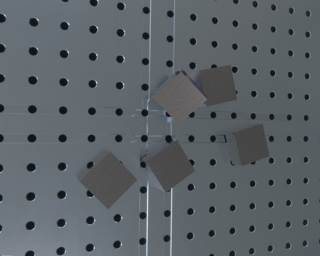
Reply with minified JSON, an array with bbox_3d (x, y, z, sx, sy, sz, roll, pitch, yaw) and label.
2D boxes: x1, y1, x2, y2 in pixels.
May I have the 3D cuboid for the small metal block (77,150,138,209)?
[{"bbox_3d":[-0.066,0.064,0.388,0.050,0.025,0.050,-45,104,-14],"label":"small metal block"}]

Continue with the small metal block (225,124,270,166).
[{"bbox_3d":[0.129,0.024,0.460,0.050,0.025,0.050,-16,95,-19],"label":"small metal block"}]

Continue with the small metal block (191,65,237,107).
[{"bbox_3d":[0.077,-0.059,0.441,0.050,0.025,0.050,-13,95,-20],"label":"small metal block"}]

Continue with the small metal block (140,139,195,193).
[{"bbox_3d":[0.011,0.050,0.416,0.050,0.025,0.050,-34,101,-17],"label":"small metal block"}]

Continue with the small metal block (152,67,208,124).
[{"bbox_3d":[0.026,-0.043,0.410,0.050,0.025,0.050,-41,106,17],"label":"small metal block"}]
